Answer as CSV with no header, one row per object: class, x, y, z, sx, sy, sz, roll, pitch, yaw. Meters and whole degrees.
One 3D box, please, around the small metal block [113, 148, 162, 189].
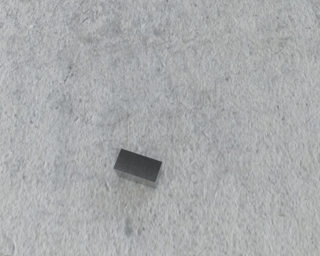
small metal block,-0.025,0.051,0.376,0.050,0.050,0.025,18,71,6
